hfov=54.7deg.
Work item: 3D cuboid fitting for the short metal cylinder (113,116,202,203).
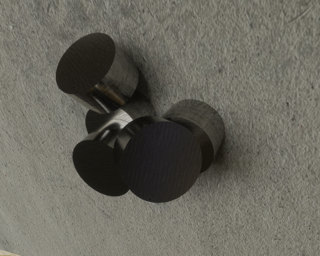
[{"bbox_3d":[-0.004,0.030,0.318,0.080,0.080,0.050,61,169,-16],"label":"short metal cylinder"}]

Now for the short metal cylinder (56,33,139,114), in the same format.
[{"bbox_3d":[-0.073,-0.063,0.362,0.080,0.080,0.050,0,157,28],"label":"short metal cylinder"}]

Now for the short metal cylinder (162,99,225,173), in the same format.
[{"bbox_3d":[0.034,0.011,0.379,0.080,0.050,0.079,13,124,20],"label":"short metal cylinder"}]

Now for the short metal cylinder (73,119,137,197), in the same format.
[{"bbox_3d":[-0.058,0.036,0.378,0.080,0.050,0.079,13,124,20],"label":"short metal cylinder"}]

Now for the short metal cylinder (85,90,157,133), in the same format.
[{"bbox_3d":[-0.051,-0.007,0.412,0.080,0.050,0.079,13,124,20],"label":"short metal cylinder"}]
